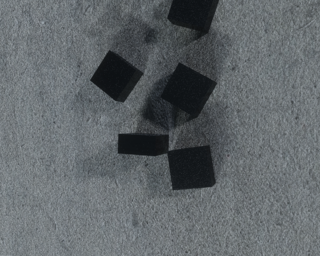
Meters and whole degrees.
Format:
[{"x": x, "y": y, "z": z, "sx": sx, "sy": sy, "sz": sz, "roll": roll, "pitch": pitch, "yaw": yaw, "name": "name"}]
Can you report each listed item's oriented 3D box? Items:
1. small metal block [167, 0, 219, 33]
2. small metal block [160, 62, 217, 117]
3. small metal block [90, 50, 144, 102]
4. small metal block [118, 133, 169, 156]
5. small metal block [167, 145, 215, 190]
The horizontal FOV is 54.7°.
[{"x": 0.043, "y": -0.154, "z": 0.394, "sx": 0.050, "sy": 0.025, "sz": 0.050, "roll": 21, "pitch": 97, "yaw": 18, "name": "small metal block"}, {"x": 0.037, "y": -0.048, "z": 0.396, "sx": 0.050, "sy": 0.025, "sz": 0.050, "roll": 32, "pitch": 100, "yaw": 17, "name": "small metal block"}, {"x": -0.060, "y": -0.071, "z": 0.430, "sx": 0.050, "sy": 0.025, "sz": 0.050, "roll": 39, "pitch": 102, "yaw": 15, "name": "small metal block"}, {"x": -0.020, "y": 0.020, "z": 0.403, "sx": 0.050, "sy": 0.050, "sz": 0.025, "roll": 2, "pitch": 91, "yaw": 20, "name": "small metal block"}, {"x": 0.040, "y": 0.050, "z": 0.395, "sx": 0.050, "sy": 0.025, "sz": 0.050, "roll": -9, "pitch": 87, "yaw": 19, "name": "small metal block"}]
